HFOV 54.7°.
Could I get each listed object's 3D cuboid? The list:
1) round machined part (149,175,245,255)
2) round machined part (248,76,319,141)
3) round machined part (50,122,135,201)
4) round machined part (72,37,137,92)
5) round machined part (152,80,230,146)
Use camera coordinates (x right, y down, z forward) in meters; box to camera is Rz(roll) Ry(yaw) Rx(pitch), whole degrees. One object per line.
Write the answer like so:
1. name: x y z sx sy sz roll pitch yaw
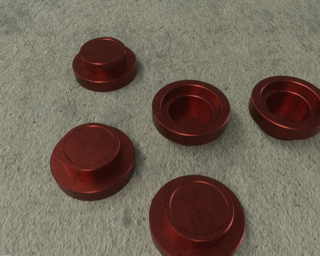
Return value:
1. round machined part: 0.038 0.089 0.317 0.099 0.042 0.098 0 50 0
2. round machined part: 0.167 -0.022 0.411 0.099 0.042 0.098 0 50 0
3. round machined part: -0.080 0.032 0.365 0.099 0.042 0.098 0 50 0
4. round machined part: -0.086 -0.104 0.479 0.099 0.042 0.098 0 50 0
5. round machined part: 0.039 -0.015 0.405 0.099 0.042 0.098 0 50 0
